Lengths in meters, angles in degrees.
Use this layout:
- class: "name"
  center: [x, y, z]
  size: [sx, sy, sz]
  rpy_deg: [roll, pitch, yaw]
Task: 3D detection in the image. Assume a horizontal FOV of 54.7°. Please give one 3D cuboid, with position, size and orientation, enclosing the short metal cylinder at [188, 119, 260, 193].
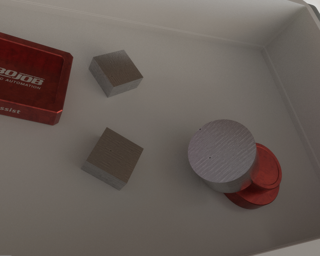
- class: "short metal cylinder"
  center: [0.081, 0.036, 0.386]
  size: [0.050, 0.080, 0.080]
  rpy_deg: [50, 29, -57]

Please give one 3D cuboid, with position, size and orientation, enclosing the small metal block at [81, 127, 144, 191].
- class: "small metal block"
  center: [-0.054, 0.035, 0.356]
  size: [0.050, 0.025, 0.050]
  rpy_deg: [31, 51, -8]

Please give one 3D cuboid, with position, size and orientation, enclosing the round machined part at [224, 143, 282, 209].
- class: "round machined part"
  center: [0.128, 0.059, 0.430]
  size: [0.099, 0.042, 0.098]
  rpy_deg: [14, 56, -21]

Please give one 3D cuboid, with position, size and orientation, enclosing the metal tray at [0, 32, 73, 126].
- class: "metal tray"
  center: [-0.172, -0.061, 0.347]
  size: [0.131, 0.030, 0.090]
  rpy_deg: [13, 56, -21]

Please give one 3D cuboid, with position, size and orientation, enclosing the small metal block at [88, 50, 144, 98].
- class: "small metal block"
  center: [-0.060, -0.075, 0.420]
  size: [0.050, 0.025, 0.050]
  rpy_deg: [-26, 76, -37]
